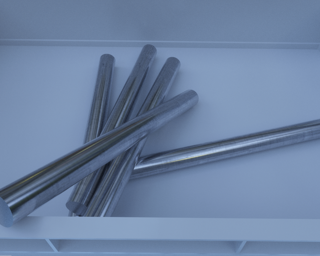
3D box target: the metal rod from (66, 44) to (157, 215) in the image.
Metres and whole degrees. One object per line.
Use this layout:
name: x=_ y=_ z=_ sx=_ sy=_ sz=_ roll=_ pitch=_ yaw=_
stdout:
metal rod: x=-0.049 y=-0.024 z=0.407 sx=0.025 sy=0.025 sz=0.300 roll=10 pitch=45 yaw=7

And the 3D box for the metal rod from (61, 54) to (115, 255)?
metal rod: x=-0.084 y=0.006 z=0.398 sx=0.025 sy=0.025 sz=0.300 roll=0 pitch=50 yaw=0

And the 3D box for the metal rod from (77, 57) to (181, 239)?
metal rod: x=-0.021 y=-0.005 z=0.384 sx=0.025 sy=0.025 sz=0.301 roll=13 pitch=44 yaw=10

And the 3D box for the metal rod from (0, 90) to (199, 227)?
metal rod: x=-0.030 y=0.005 z=0.322 sx=0.025 sy=0.025 sz=0.302 roll=26 pitch=30 yaw=20

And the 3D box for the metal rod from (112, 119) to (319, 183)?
metal rod: x=0.088 y=0.024 z=0.385 sx=0.302 sy=0.025 sz=0.025 roll=-11 pitch=51 yaw=-10
